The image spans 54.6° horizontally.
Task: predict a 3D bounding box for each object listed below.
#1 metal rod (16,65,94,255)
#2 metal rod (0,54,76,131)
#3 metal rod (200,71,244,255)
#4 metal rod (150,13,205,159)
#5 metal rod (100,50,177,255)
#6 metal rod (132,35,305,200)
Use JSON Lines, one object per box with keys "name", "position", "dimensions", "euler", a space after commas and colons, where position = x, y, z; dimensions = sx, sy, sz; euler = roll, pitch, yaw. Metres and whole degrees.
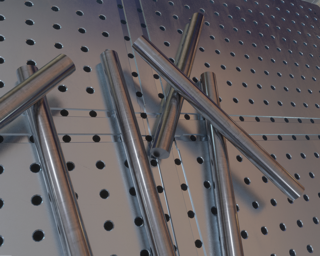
{"name": "metal rod", "position": [-0.101, 0.064, 0.314], "dimensions": [0.025, 0.025, 0.299], "euler": [-10, 67, -32]}
{"name": "metal rod", "position": [-0.187, 0.023, 0.273], "dimensions": [0.025, 0.025, 0.301], "euler": [40, 57, -1]}
{"name": "metal rod", "position": [0.082, 0.046, 0.423], "dimensions": [0.025, 0.025, 0.299], "euler": [12, 57, -22]}
{"name": "metal rod", "position": [0.034, -0.084, 0.477], "dimensions": [0.025, 0.025, 0.300], "euler": [26, 53, -12]}
{"name": "metal rod", "position": [-0.029, 0.031, 0.372], "dimensions": [0.025, 0.025, 0.299], "euler": [-4, 64, -30]}
{"name": "metal rod", "position": [0.077, -0.015, 0.424], "dimensions": [0.300, 0.025, 0.025], "euler": [44, 51, 2]}
